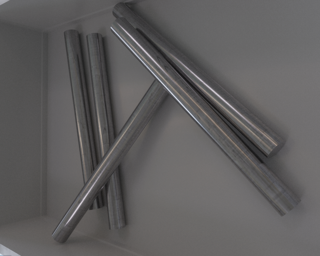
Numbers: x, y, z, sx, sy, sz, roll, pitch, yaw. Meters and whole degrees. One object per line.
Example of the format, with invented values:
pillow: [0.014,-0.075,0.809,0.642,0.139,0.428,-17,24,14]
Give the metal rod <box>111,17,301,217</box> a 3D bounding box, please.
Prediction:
metal rod: [0.037,-0.028,0.354,0.300,0.025,0.025,50,119,21]

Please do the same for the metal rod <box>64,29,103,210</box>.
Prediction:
metal rod: [-0.128,-0.018,0.512,0.025,0.025,0.298,-16,80,39]

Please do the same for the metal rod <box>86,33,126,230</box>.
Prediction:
metal rod: [-0.084,0.001,0.476,0.025,0.025,0.298,-13,81,39]

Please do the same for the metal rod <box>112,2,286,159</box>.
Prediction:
metal rod: [0.029,-0.075,0.382,0.300,0.025,0.025,48,118,29]

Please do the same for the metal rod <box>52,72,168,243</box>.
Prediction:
metal rod: [-0.071,0.049,0.437,0.025,0.025,0.299,45,108,31]
